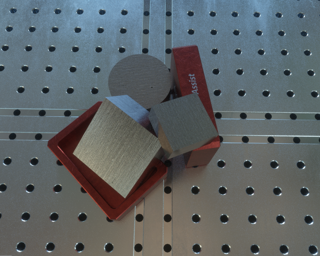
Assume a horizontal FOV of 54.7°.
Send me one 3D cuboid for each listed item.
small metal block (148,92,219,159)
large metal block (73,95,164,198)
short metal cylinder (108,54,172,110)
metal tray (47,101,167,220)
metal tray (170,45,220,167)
[{"bbox_3d":[0.023,-0.003,0.313,0.050,0.025,0.050,-19,71,-19],"label":"small metal block"},{"bbox_3d":[-0.039,0.018,0.358,0.080,0.050,0.080,38,110,12],"label":"large metal block"},{"bbox_3d":[-0.026,-0.051,0.417,0.081,0.050,0.080,0,70,0],"label":"short metal cylinder"},{"bbox_3d":[-0.065,0.040,0.393,0.090,0.030,0.130,-41,76,-14],"label":"metal tray"},{"bbox_3d":[0.039,-0.025,0.387,0.030,0.090,0.129,-9,70,-3],"label":"metal tray"}]
